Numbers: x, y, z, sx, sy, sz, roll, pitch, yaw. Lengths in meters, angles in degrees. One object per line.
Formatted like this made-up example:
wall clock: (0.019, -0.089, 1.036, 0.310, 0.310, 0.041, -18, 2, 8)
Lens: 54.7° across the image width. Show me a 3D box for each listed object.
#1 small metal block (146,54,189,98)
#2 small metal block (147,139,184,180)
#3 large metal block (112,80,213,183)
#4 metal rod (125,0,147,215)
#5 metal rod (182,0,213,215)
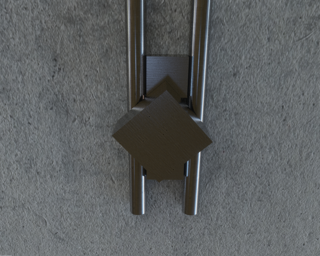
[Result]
small metal block: (0.009, -0.065, 0.386, 0.050, 0.025, 0.050, 1, 110, -1)
small metal block: (0.007, 0.043, 0.426, 0.050, 0.025, 0.050, 1, 110, -1)
large metal block: (0.003, 0.004, 0.370, 0.080, 0.050, 0.080, -39, 106, 13)
metal rod: (-0.030, -0.019, 0.404, 0.025, 0.025, 0.298, 0, 110, -1)
metal rod: (0.047, -0.018, 0.405, 0.025, 0.025, 0.298, 0, 110, -1)
